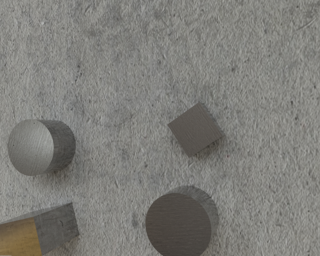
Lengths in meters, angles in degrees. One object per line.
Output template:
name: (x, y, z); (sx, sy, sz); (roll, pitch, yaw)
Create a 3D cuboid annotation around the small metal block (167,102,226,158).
small metal block: (0.046, 0.002, 0.393); (0.050, 0.025, 0.050); (-36, 79, 16)

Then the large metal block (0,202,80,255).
large metal block: (-0.177, 0.147, 0.442); (0.080, 0.080, 0.050); (-17, 85, 19)

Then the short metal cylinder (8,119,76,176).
short metal cylinder: (-0.173, 0.027, 0.457); (0.080, 0.050, 0.080); (0, 90, 20)

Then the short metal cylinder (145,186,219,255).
short metal cylinder: (0.029, 0.116, 0.386); (0.080, 0.050, 0.080); (0, 90, 20)
